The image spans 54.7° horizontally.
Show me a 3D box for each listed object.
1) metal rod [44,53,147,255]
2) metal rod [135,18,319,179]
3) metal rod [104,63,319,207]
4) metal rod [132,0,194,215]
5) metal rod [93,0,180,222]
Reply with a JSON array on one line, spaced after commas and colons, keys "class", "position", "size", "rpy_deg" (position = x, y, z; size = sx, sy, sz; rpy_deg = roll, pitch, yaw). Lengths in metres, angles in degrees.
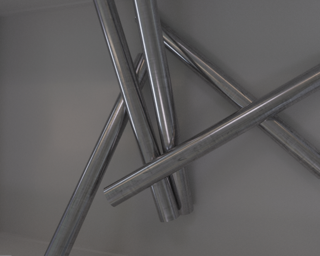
[{"class": "metal rod", "position": [-0.073, 0.039, 0.376], "size": [0.025, 0.025, 0.299], "rpy_deg": [16, 72, 19]}, {"class": "metal rod", "position": [0.080, -0.052, 0.381], "size": [0.300, 0.025, 0.025], "rpy_deg": [44, 104, 14]}, {"class": "metal rod", "position": [0.072, 0.004, 0.346], "size": [0.301, 0.025, 0.025], "rpy_deg": [-30, 80, 4]}, {"class": "metal rod", "position": [0.004, -0.034, 0.358], "size": [0.025, 0.025, 0.298], "rpy_deg": [-5, 108, 20]}, {"class": "metal rod", "position": [-0.031, -0.033, 0.377], "size": [0.025, 0.025, 0.298], "rpy_deg": [-17, 91, 19]}]
